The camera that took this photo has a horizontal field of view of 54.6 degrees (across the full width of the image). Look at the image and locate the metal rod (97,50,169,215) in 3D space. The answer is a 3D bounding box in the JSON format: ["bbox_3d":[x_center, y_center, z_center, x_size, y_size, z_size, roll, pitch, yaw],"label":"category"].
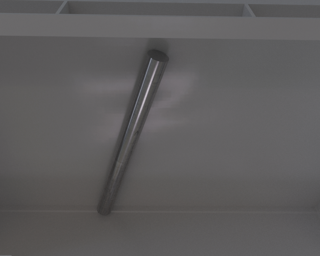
[{"bbox_3d":[-0.048,0.029,0.432,0.025,0.025,0.298,14,129,-12],"label":"metal rod"}]
